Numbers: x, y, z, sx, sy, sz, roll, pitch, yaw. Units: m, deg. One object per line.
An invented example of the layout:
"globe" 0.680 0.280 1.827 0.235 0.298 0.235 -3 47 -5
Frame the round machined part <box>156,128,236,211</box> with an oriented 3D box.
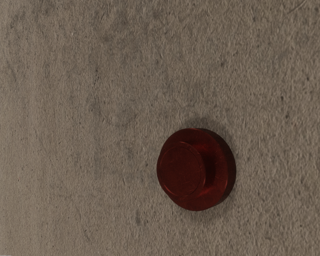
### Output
"round machined part" 0.035 0.049 0.364 0.098 0.042 0.097 0 90 39
